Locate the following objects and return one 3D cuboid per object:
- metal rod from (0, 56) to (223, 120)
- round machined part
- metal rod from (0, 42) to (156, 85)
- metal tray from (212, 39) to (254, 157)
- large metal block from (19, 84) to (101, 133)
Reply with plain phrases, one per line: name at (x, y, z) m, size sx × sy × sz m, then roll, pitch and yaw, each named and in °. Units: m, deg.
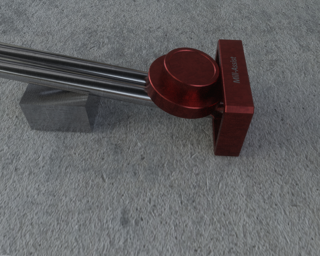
metal rod at (-0.066, -0.050, 0.387) m, size 0.302 × 0.025 × 0.025 m, roll 10°, pitch 50°, yaw -8°
round machined part at (0.035, -0.062, 0.383) m, size 0.099 × 0.042 × 0.098 m, roll 7°, pitch 52°, yaw -9°
metal rod at (-0.064, -0.070, 0.404) m, size 0.302 × 0.025 × 0.025 m, roll 10°, pitch 50°, yaw -9°
metal tray at (0.087, -0.040, 0.396) m, size 0.030 × 0.089 × 0.130 m, roll 3°, pitch 50°, yaw 2°
large metal block at (-0.128, -0.042, 0.417) m, size 0.080 × 0.050 × 0.080 m, roll 3°, pitch 50°, yaw 2°
